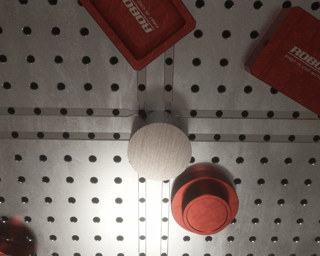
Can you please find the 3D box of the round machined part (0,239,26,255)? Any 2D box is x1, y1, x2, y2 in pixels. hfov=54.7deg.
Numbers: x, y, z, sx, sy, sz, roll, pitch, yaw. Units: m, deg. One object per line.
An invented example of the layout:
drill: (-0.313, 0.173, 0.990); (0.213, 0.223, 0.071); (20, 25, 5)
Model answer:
round machined part: (-0.249, 0.214, 0.480); (0.099, 0.042, 0.097); (0, 110, -1)

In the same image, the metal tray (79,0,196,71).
metal tray: (-0.031, -0.144, 0.357); (0.090, 0.030, 0.130); (-36, 107, 12)

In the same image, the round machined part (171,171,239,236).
round machined part: (0.065, 0.114, 0.448); (0.099, 0.042, 0.097); (0, 110, -1)

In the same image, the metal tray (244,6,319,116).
metal tray: (0.185, -0.078, 0.385); (0.131, 0.030, 0.090); (28, 107, -11)

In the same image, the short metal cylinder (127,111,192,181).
short metal cylinder: (-0.001, 0.022, 0.408); (0.081, 0.050, 0.079); (0, 110, -1)
